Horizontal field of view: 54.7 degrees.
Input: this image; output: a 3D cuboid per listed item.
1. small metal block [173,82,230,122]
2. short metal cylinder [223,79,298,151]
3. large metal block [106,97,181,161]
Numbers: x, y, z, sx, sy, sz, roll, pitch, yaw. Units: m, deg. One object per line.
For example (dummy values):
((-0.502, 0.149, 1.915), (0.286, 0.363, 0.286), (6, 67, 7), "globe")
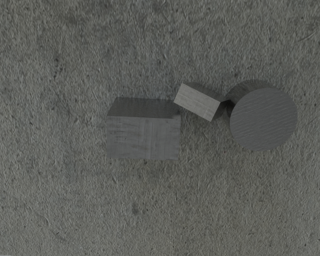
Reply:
((0.052, -0.033, 0.376), (0.050, 0.050, 0.025), (30, 110, 18), "small metal block")
((0.123, -0.017, 0.391), (0.081, 0.050, 0.079), (0, 110, -1), "short metal cylinder")
((-0.019, -0.002, 0.380), (0.081, 0.080, 0.050), (3, 110, -1), "large metal block")
